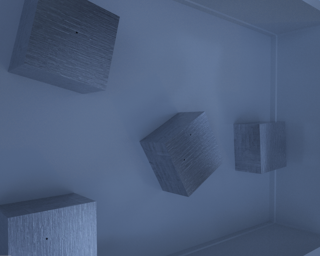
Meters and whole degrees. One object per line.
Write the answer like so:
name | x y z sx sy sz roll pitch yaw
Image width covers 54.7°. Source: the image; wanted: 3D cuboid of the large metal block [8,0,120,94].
large metal block | -0.094 -0.085 0.311 0.081 0.050 0.080 15 81 -39

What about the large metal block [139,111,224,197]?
large metal block | 0.031 0.032 0.417 0.080 0.050 0.080 -37 113 -34

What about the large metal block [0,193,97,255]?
large metal block | -0.109 0.113 0.299 0.081 0.050 0.079 -1 91 -40

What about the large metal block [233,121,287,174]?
large metal block | 0.174 0.031 0.536 0.081 0.050 0.079 -5 94 -40
